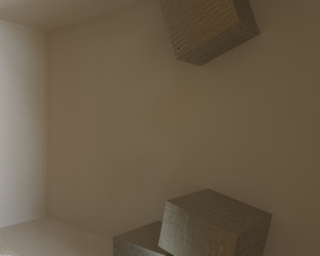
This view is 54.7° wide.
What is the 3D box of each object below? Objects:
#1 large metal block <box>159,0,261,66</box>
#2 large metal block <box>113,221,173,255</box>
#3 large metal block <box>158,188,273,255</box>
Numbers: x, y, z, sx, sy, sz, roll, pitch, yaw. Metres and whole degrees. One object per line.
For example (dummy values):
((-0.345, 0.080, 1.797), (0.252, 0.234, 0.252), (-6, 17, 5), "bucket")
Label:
((0.053, -0.127, 0.347), (0.080, 0.050, 0.080), (-24, 75, 37), "large metal block")
((0.001, 0.154, 0.370), (0.080, 0.081, 0.050), (1, 91, 40), "large metal block")
((0.058, 0.106, 0.323), (0.080, 0.081, 0.050), (16, 101, 39), "large metal block")
